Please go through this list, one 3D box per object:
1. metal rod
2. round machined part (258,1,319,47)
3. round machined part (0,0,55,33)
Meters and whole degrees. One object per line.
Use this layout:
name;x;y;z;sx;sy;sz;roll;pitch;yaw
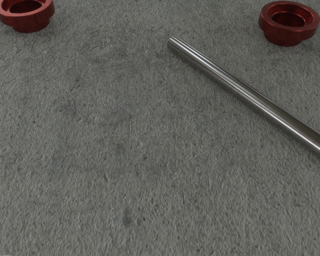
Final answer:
metal rod;0.117;-0.056;0.451;0.025;0.025;0.300;-32;57;-24
round machined part;0.223;-0.180;0.545;0.099;0.042;0.098;0;50;0
round machined part;-0.242;-0.211;0.567;0.099;0.042;0.098;0;50;0
